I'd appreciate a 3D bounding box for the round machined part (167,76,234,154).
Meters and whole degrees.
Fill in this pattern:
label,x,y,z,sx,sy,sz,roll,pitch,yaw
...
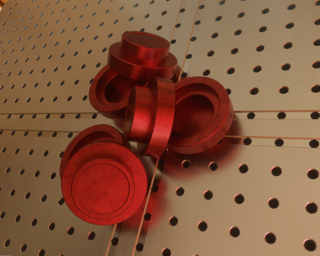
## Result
label,x,y,z,sx,sy,sz,roll,pitch,yaw
round machined part,0.042,-0.012,0.383,0.098,0.042,0.098,-13,56,21

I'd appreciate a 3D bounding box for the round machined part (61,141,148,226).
label,x,y,z,sx,sy,sz,roll,pitch,yaw
round machined part,-0.063,0.065,0.355,0.099,0.042,0.097,0,94,-5

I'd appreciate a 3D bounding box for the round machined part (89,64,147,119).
label,x,y,z,sx,sy,sz,roll,pitch,yaw
round machined part,-0.052,-0.055,0.458,0.098,0.042,0.098,-13,56,21

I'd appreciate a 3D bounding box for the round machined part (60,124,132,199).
label,x,y,z,sx,sy,sz,roll,pitch,yaw
round machined part,-0.080,0.047,0.411,0.098,0.042,0.098,-13,56,21

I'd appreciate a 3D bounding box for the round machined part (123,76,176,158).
label,x,y,z,sx,sy,sz,roll,pitch,yaw
round machined part,-0.017,-0.015,0.378,0.042,0.098,0.098,10,58,-14

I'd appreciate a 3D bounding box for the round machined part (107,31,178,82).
label,x,y,z,sx,sy,sz,roll,pitch,yaw
round machined part,-0.023,-0.106,0.440,0.099,0.042,0.098,10,32,-6
